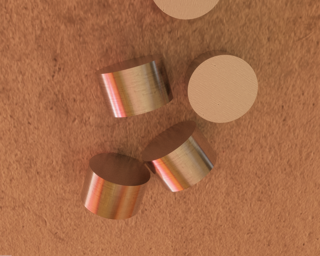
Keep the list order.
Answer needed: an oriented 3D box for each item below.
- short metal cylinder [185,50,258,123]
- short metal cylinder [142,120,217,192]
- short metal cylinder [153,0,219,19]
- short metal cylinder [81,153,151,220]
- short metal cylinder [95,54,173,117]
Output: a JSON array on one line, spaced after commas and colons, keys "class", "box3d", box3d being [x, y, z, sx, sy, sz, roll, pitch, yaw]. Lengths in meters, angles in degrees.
[{"class": "short metal cylinder", "box3d": [0.072, -0.052, 0.378, 0.081, 0.050, 0.079, 0, 110, -1]}, {"class": "short metal cylinder", "box3d": [0.024, 0.034, 0.394, 0.080, 0.080, 0.050, -32, 107, 11]}, {"class": "short metal cylinder", "box3d": [0.027, -0.161, 0.338, 0.081, 0.050, 0.079, 0, 110, -1]}, {"class": "short metal cylinder", "box3d": [-0.058, 0.074, 0.407, 0.080, 0.080, 0.050, 16, 109, -6]}, {"class": "short metal cylinder", "box3d": [-0.029, -0.051, 0.361, 0.080, 0.080, 0.050, -13, 110, 4]}]
